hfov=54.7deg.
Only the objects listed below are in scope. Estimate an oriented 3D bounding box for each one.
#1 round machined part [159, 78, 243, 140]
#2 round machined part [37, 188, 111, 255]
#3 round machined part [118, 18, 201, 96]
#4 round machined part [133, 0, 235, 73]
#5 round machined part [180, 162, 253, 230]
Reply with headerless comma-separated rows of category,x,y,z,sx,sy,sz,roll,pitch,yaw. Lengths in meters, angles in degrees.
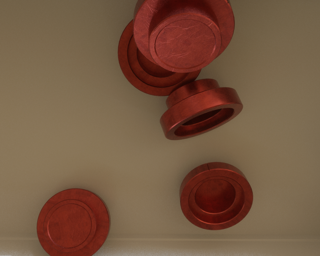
round machined part,0.046,-0.024,0.375,0.098,0.098,0.042,-23,73,8
round machined part,-0.119,0.133,0.425,0.099,0.042,0.098,1,77,-3
round machined part,0.002,-0.090,0.369,0.099,0.042,0.097,0,110,-1
round machined part,0.023,-0.092,0.300,0.099,0.042,0.097,-1,142,-1
round machined part,0.076,0.091,0.437,0.099,0.042,0.097,0,110,-1
